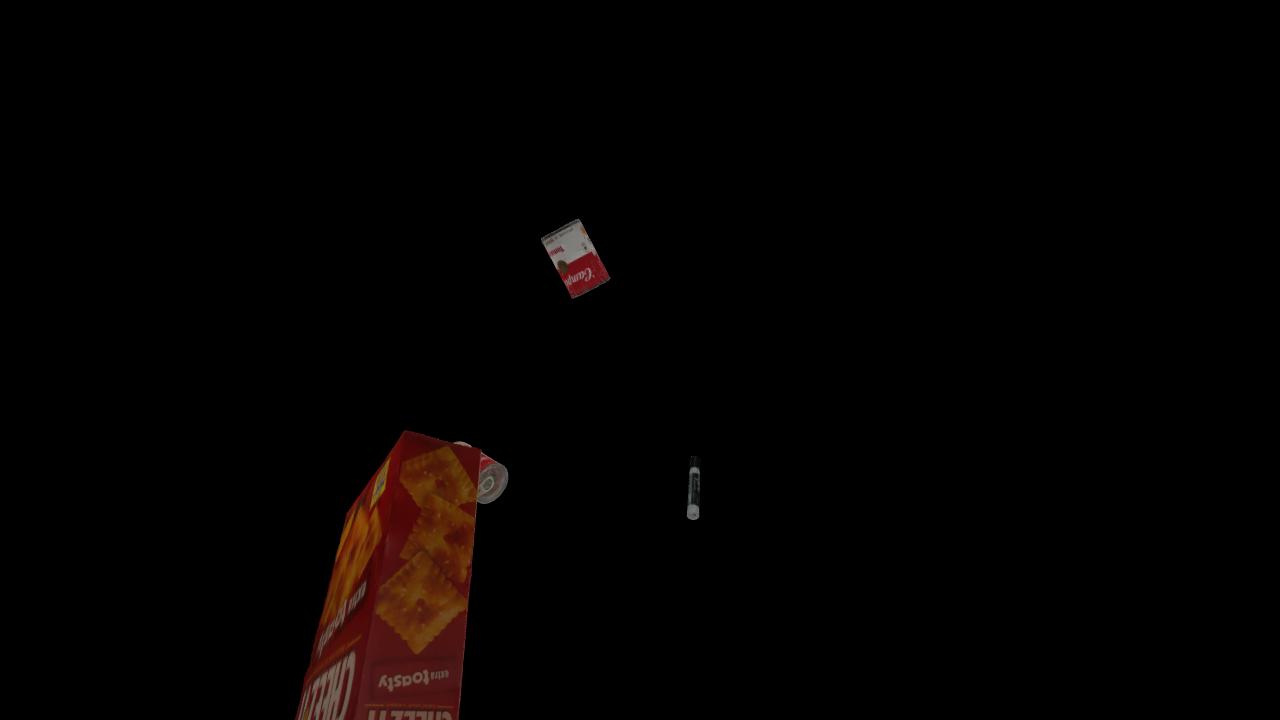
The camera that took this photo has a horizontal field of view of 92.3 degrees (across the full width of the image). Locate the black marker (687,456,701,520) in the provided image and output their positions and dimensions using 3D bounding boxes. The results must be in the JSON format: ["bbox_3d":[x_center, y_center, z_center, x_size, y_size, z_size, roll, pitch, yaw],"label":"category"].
[{"bbox_3d":[0.086,0.198,0.971,0.020,0.020,0.121,0,37,7],"label":"black marker"}]

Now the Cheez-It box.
[{"bbox_3d":[-0.186,0.189,0.452,0.071,0.223,0.166,20,-45,-29],"label":"Cheez-It box"}]

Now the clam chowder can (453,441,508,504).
[{"bbox_3d":[-0.270,0.179,0.990,0.102,0.068,0.068,20,12,36],"label":"clam chowder can"}]

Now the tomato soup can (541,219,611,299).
[{"bbox_3d":[-0.096,-0.153,0.925,0.068,0.101,0.068,-26,12,6],"label":"tomato soup can"}]
